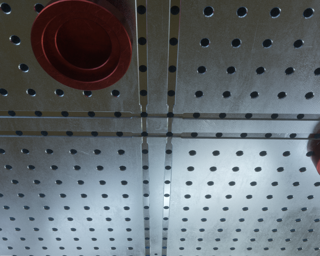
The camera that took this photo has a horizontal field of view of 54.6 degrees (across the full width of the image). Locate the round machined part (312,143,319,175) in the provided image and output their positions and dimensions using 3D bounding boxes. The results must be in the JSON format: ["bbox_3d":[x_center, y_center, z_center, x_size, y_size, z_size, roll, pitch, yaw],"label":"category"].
[{"bbox_3d":[0.276,0.047,0.442,0.099,0.042,0.097,0,130,0],"label":"round machined part"}]

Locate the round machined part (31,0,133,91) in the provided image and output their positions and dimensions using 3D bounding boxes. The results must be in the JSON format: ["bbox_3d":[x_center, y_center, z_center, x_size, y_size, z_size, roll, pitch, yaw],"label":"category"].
[{"bbox_3d":[-0.077,-0.091,0.322,0.099,0.042,0.097,0,130,0],"label":"round machined part"}]
